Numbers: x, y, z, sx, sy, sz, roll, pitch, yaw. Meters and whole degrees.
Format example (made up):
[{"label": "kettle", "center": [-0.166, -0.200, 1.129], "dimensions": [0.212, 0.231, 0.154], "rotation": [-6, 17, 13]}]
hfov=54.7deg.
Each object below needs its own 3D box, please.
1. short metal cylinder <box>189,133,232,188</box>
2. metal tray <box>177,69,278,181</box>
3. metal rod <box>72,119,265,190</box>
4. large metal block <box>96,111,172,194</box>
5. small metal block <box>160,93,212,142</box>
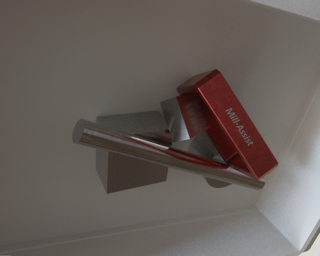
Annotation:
[{"label": "short metal cylinder", "center": [0.090, 0.043, 0.469], "dimensions": [0.081, 0.050, 0.079], "rotation": [-14, 125, -21]}, {"label": "metal tray", "center": [0.077, -0.005, 0.374], "dimensions": [0.030, 0.090, 0.130], "rotation": [-36, 100, -6]}, {"label": "metal rod", "center": [0.036, 0.043, 0.389], "dimensions": [0.302, 0.025, 0.025], "rotation": [19, 108, -36]}, {"label": "large metal block", "center": [-0.034, 0.028, 0.391], "dimensions": [0.081, 0.050, 0.079], "rotation": [-8, 122, -25]}, {"label": "small metal block", "center": [0.032, -0.015, 0.373], "dimensions": [0.050, 0.025, 0.050], "rotation": [-23, 96, -48]}]
